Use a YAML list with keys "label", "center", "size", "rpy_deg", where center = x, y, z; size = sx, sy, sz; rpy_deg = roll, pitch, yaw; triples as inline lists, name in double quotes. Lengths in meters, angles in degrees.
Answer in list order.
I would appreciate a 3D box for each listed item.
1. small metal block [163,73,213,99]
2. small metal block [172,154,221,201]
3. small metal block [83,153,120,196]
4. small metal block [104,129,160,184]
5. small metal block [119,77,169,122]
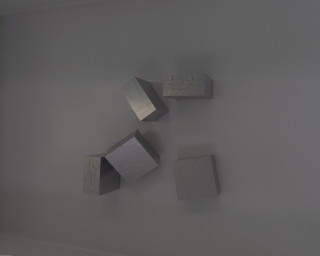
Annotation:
- label: "small metal block"
  center: [0.036, -0.050, 0.384]
  size: [0.050, 0.050, 0.025]
  rpy_deg: [1, 91, 20]
- label: "small metal block"
  center: [0.046, 0.063, 0.394]
  size: [0.050, 0.025, 0.050]
  rpy_deg: [-10, 87, 19]
- label: "small metal block"
  center: [-0.079, 0.062, 0.424]
  size: [0.025, 0.050, 0.050]
  rpy_deg: [2, 91, 23]
- label: "small metal block"
  center: [-0.036, 0.038, 0.413]
  size: [0.050, 0.025, 0.050]
  rpy_deg: [-34, 105, 16]
- label: "small metal block"
  center: [-0.019, -0.036, 0.404]
  size: [0.025, 0.050, 0.050]
  rpy_deg: [-36, 79, 16]
